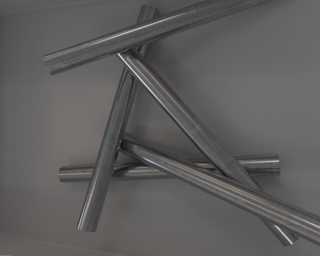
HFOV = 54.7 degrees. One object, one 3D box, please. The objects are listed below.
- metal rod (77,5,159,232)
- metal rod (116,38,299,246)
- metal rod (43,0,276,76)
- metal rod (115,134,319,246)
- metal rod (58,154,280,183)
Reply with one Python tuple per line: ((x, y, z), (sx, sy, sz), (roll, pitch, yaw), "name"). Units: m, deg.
((-0.053, -0.016, 0.405), (0.025, 0.025, 0.299), (14, 86, 19), "metal rod")
((0.047, 0.009, 0.362), (0.025, 0.025, 0.300), (-44, 80, 15), "metal rod")
((0.013, -0.121, 0.359), (0.301, 0.025, 0.025), (-19, 84, 1), "metal rod")
((0.054, 0.060, 0.348), (0.300, 0.025, 0.025), (20, 97, 35), "metal rod")
((-0.002, 0.056, 0.411), (0.301, 0.025, 0.025), (-5, 88, 19), "metal rod")
